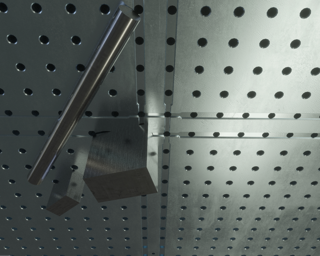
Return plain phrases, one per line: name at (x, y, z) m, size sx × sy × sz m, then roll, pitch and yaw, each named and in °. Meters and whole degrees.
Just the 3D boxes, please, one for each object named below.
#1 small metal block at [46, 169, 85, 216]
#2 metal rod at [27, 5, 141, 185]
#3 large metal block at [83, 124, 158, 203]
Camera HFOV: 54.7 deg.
small metal block at (-0.145, 0.100, 0.478) m, size 0.050 × 0.050 × 0.025 m, roll -35°, pitch 122°, yaw 25°
metal rod at (-0.110, -0.020, 0.393) m, size 0.025 × 0.025 × 0.298 m, roll 26°, pitch 125°, yaw -21°
large metal block at (-0.048, 0.046, 0.414) m, size 0.080 × 0.080 × 0.050 m, roll -11°, pitch 129°, yaw 9°
